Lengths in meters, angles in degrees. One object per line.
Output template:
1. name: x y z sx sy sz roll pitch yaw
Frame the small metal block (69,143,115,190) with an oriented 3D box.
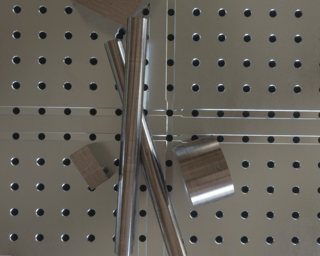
1. small metal block: -0.086 0.048 0.400 0.025 0.050 0.050 -33 90 0

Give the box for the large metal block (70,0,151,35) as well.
1. large metal block: -0.057 -0.175 0.400 0.080 0.050 0.080 26 90 0

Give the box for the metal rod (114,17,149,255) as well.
1. metal rod: -0.037 0.018 0.390 0.025 0.025 0.298 4 99 0

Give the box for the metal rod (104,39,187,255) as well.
1. metal rod: -0.019 0.029 0.413 0.025 0.025 0.298 -17 90 0

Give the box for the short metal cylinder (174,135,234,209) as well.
1. short metal cylinder: 0.053 0.054 0.386 0.050 0.080 0.080 -18 90 0
